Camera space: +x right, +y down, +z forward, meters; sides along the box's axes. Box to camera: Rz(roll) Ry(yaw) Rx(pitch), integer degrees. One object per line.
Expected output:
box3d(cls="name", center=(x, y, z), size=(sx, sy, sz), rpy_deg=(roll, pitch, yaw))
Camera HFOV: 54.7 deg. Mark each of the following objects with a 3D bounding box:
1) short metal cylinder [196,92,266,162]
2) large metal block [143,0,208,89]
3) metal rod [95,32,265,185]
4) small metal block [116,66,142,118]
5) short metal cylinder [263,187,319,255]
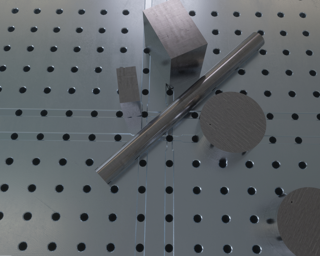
box3d(cls="short metal cylinder", center=(0.089, 0.000, 0.399), size=(0.081, 0.050, 0.080), rpy_deg=(0, 70, 0))
box3d(cls="large metal block", center=(0.018, -0.113, 0.424), size=(0.050, 0.080, 0.080), rpy_deg=(-25, 72, -9))
box3d(cls="metal rod", center=(0.036, -0.035, 0.424), size=(0.301, 0.025, 0.025), rpy_deg=(-42, 75, -14))
box3d(cls="small metal block", center=(-0.041, -0.047, 0.415), size=(0.025, 0.050, 0.050), rpy_deg=(-8, 70, -3))
box3d(cls="short metal cylinder", center=(0.167, 0.113, 0.359), size=(0.081, 0.050, 0.080), rpy_deg=(0, 70, 0))
